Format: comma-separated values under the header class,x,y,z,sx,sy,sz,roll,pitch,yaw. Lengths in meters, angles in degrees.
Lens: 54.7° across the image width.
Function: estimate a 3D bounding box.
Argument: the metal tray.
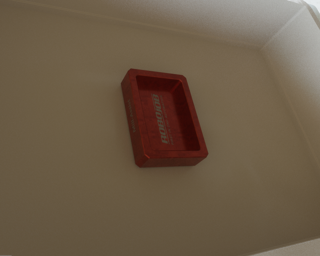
class,x,y,z,sx,sy,sz,roll,pitch,yaw
metal tray,0.004,-0.014,0.411,0.091,0.030,0.130,2,61,-28
